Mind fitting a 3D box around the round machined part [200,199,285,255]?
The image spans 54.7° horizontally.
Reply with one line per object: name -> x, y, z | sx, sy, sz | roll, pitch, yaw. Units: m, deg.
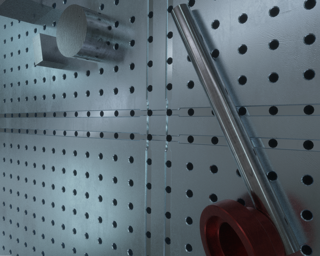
round machined part -> 0.084, 0.119, 0.311 | 0.098, 0.042, 0.097 | 44, 141, 52

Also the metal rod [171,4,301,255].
metal rod -> 0.076, -0.012, 0.346 | 0.025, 0.025, 0.299 | -32, 70, 35

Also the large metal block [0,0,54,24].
large metal block -> -0.263, -0.247, 0.590 | 0.080, 0.081, 0.050 | -13, 82, 39

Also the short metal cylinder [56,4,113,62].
short metal cylinder -> -0.120, -0.148, 0.492 | 0.080, 0.050, 0.079 | 0, 90, 40

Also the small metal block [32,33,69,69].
small metal block -> -0.196, -0.136, 0.555 | 0.025, 0.050, 0.050 | -16, 80, 39
